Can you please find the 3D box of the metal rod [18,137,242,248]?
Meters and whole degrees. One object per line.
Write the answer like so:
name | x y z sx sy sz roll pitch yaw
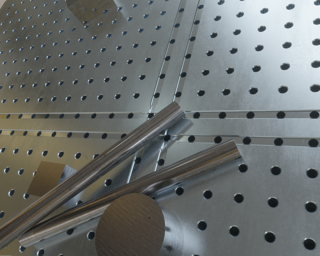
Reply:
metal rod | -0.046 0.084 0.380 0.301 0.025 0.025 -25 53 12

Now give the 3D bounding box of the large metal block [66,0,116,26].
large metal block | -0.146 -0.270 0.634 0.080 0.050 0.080 -30 52 9

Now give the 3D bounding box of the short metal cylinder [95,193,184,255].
short metal cylinder | -0.021 0.116 0.332 0.080 0.050 0.080 -13 56 21

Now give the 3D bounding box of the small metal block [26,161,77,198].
small metal block | -0.154 0.077 0.442 0.050 0.025 0.050 3 63 29

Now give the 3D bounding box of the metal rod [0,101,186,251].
metal rod | -0.095 0.062 0.401 0.301 0.025 0.025 -36 51 -4
